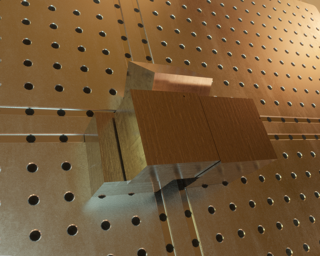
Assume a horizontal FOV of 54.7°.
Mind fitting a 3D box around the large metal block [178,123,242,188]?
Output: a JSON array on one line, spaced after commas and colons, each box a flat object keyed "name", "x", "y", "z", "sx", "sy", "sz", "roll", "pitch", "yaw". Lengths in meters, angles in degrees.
[{"name": "large metal block", "x": 0.067, "y": 0.029, "z": 0.411, "sx": 0.081, "sy": 0.050, "sz": 0.080, "roll": -1, "pitch": 62, "yaw": -29}]

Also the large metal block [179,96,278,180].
[{"name": "large metal block", "x": 0.077, "y": 0.011, "z": 0.362, "sx": 0.081, "sy": 0.050, "sz": 0.080, "roll": 0, "pitch": 62, "yaw": -29}]

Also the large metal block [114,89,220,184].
[{"name": "large metal block", "x": 0.005, "y": 0.009, "z": 0.323, "sx": 0.081, "sy": 0.050, "sz": 0.080, "roll": 0, "pitch": 62, "yaw": -29}]

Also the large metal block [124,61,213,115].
[{"name": "large metal block", "x": 0.008, "y": -0.052, "z": 0.403, "sx": 0.081, "sy": 0.050, "sz": 0.080, "roll": 0, "pitch": 20, "yaw": -29}]

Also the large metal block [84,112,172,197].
[{"name": "large metal block", "x": -0.037, "y": 0.030, "z": 0.356, "sx": 0.081, "sy": 0.050, "sz": 0.080, "roll": 1, "pitch": 61, "yaw": -28}]
